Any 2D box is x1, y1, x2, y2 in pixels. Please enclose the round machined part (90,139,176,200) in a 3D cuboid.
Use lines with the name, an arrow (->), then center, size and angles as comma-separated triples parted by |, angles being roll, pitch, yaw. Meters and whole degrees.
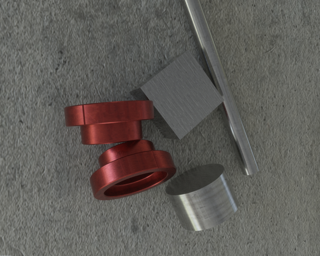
round machined part -> -0.034, 0.047, 0.364 | 0.099, 0.098, 0.042 | -12, 67, -20

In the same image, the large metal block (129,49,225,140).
large metal block -> 0.022, -0.042, 0.404 | 0.080, 0.050, 0.080 | -41, 103, -15

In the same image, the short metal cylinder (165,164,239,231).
short metal cylinder -> 0.054, 0.087, 0.400 | 0.081, 0.080, 0.050 | -27, 99, -18

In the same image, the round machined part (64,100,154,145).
round machined part -> -0.055, -0.005, 0.350 | 0.099, 0.098, 0.042 | -6, 92, -20

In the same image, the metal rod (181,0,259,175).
metal rod -> 0.081, -0.074, 0.438 | 0.025, 0.025, 0.299 | -24, 98, -18
